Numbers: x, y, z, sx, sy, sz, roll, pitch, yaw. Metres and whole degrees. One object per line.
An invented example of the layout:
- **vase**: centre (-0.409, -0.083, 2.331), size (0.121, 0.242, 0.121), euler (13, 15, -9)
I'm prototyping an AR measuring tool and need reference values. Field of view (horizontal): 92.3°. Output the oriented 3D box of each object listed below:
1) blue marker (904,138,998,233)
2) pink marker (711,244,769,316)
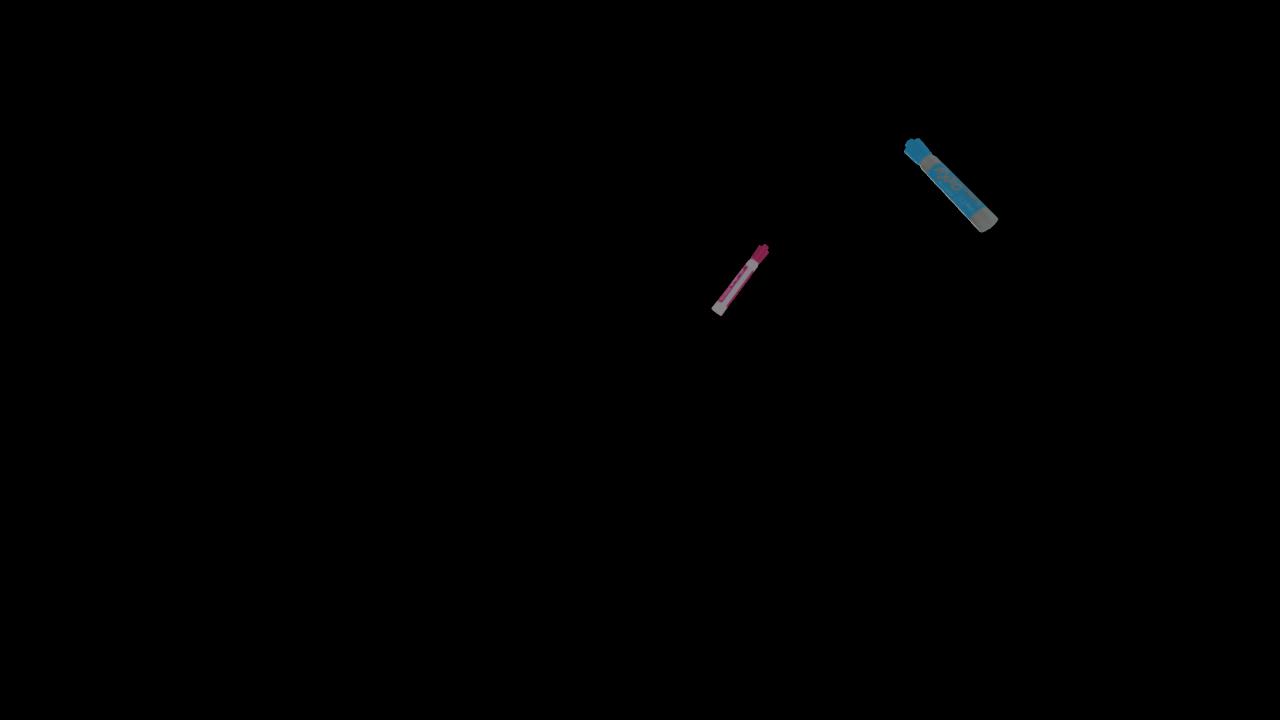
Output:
- **blue marker**: centre (0.297, -0.172, 0.596), size (0.020, 0.121, 0.020), euler (-23, -26, -12)
- **pink marker**: centre (0.147, -0.117, 0.893), size (0.020, 0.121, 0.020), euler (37, 3, -2)
